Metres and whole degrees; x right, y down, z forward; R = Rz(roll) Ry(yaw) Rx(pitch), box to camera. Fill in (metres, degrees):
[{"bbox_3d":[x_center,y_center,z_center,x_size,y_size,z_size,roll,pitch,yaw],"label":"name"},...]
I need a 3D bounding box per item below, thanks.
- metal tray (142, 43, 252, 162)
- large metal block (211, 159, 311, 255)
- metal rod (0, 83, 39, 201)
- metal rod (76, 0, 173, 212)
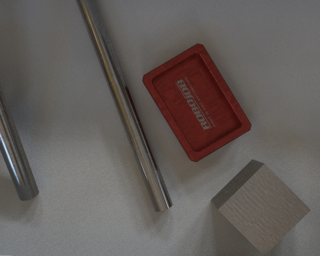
[{"bbox_3d":[0.047,-0.032,0.409,0.090,0.030,0.130,-31,90,-1],"label":"metal tray"},{"bbox_3d":[0.127,0.099,0.401,0.080,0.050,0.080,-45,91,0],"label":"large metal block"},{"bbox_3d":[-0.194,-0.046,0.351,0.025,0.025,0.298,-9,114,0],"label":"metal rod"},{"bbox_3d":[-0.047,-0.034,0.410,0.025,0.025,0.299,-21,90,0],"label":"metal rod"}]
